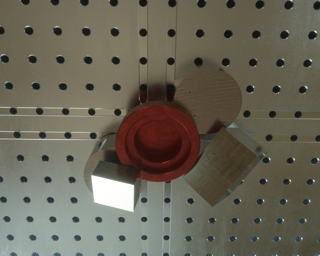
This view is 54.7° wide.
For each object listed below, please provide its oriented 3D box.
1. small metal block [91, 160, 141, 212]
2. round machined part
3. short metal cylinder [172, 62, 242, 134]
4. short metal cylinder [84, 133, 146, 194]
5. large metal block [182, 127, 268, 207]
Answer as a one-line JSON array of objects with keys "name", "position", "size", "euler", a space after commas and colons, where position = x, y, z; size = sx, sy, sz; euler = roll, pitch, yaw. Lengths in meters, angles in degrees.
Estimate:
[{"name": "small metal block", "position": [-0.052, 0.070, 0.372], "size": [0.050, 0.025, 0.050], "euler": [12, 130, 8]}, {"name": "round machined part", "position": [-0.002, 0.013, 0.378], "size": [0.099, 0.042, 0.097], "euler": [0, 110, 0]}, {"name": "short metal cylinder", "position": [0.056, -0.038, 0.386], "size": [0.081, 0.050, 0.079], "euler": [0, 110, 0]}, {"name": "short metal cylinder", "position": [-0.057, 0.053, 0.419], "size": [0.081, 0.050, 0.079], "euler": [0, 110, 0]}, {"name": "large metal block", "position": [0.085, 0.046, 0.395], "size": [0.050, 0.080, 0.080], "euler": [43, 108, 21]}]
